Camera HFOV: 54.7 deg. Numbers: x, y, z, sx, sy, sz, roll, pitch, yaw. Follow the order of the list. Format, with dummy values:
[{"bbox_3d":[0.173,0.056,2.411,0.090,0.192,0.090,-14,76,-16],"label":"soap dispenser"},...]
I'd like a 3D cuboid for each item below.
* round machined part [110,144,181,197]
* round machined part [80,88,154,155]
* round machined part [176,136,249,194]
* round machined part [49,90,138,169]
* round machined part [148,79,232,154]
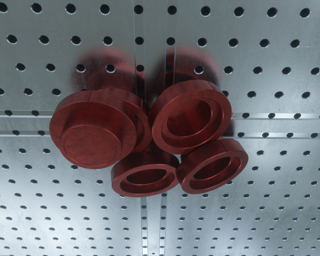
[{"bbox_3d":[-0.020,0.058,0.438,0.099,0.042,0.098,-8,145,-6],"label":"round machined part"},{"bbox_3d":[-0.057,-0.010,0.391,0.099,0.042,0.097,-1,130,0],"label":"round machined part"},{"bbox_3d":[0.067,0.046,0.425,0.099,0.042,0.097,-17,143,-13],"label":"round machined part"},{"bbox_3d":[-0.075,0.009,0.351,0.099,0.042,0.097,-1,130,0],"label":"round machined part"},{"bbox_3d":[0.032,-0.017,0.375,0.099,0.042,0.097,-11,133,-12],"label":"round machined part"}]
